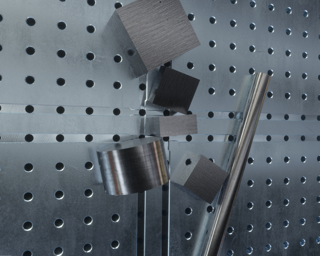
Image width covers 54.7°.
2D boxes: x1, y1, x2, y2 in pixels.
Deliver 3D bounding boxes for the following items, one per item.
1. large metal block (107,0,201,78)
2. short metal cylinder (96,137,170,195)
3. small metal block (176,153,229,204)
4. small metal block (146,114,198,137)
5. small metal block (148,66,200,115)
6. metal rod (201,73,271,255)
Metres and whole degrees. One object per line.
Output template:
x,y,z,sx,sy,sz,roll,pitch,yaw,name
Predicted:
-0.008,-0.121,0.397,0.080,0.050,0.080,-31,100,-18,large metal block
-0.032,0.043,0.373,0.081,0.080,0.050,-13,95,-20,short metal cylinder
0.060,0.071,0.436,0.050,0.025,0.050,37,78,-17,small metal block
0.015,-0.003,0.406,0.050,0.050,0.025,-5,92,-20,small metal block
0.018,-0.051,0.414,0.050,0.025,0.050,18,98,-20,small metal block
0.110,0.062,0.455,0.025,0.025,0.299,20,83,-19,metal rod
